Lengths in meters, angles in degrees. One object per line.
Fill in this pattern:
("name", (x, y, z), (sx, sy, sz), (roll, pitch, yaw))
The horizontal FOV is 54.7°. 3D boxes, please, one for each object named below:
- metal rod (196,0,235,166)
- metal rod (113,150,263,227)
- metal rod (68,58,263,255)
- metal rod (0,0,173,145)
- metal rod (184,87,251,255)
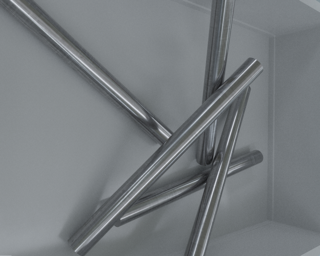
("metal rod", (0.069, -0.074, 0.384), (0.025, 0.025, 0.298), (-29, 134, -36))
("metal rod", (0.060, 0.078, 0.459), (0.302, 0.025, 0.025), (-13, 99, -39))
("metal rod", (0.014, 0.025, 0.361), (0.301, 0.025, 0.025), (-45, 119, -10))
("metal rod", (-0.083, -0.071, 0.337), (0.300, 0.025, 0.025), (43, 64, -32))
("metal rod", (0.091, 0.051, 0.455), (0.025, 0.025, 0.300), (44, 54, -31))
